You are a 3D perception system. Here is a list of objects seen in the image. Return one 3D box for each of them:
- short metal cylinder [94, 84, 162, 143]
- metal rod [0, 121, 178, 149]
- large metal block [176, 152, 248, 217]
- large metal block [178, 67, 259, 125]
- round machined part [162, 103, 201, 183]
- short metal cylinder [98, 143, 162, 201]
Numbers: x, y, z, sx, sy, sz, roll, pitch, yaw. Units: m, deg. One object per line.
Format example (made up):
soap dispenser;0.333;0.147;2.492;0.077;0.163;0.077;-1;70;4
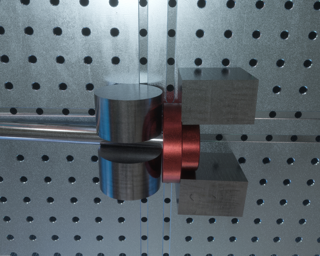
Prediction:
short metal cylinder;-0.038;-0.020;0.376;0.081;0.080;0.050;1;111;-1
metal rod;-0.121;0.007;0.402;0.302;0.025;0.025;3;110;3
large metal block;0.063;0.071;0.412;0.081;0.080;0.050;3;110;-1
large metal block;0.064;-0.041;0.370;0.081;0.080;0.050;0;110;0
round machined part;0.024;0.018;0.381;0.042;0.098;0.097;1;110;0
short metal cylinder;-0.038;0.050;0.401;0.081;0.080;0.050;1;111;-1
